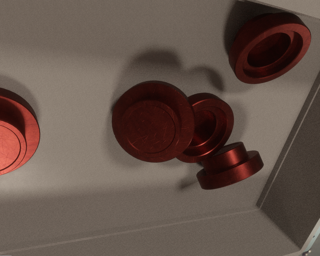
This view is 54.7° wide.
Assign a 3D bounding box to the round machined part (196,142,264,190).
[{"bbox_3d":[0.099,0.052,0.463,0.099,0.098,0.042,-23,90,-15],"label":"round machined part"}]

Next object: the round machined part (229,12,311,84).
[{"bbox_3d":[0.133,-0.105,0.393,0.099,0.042,0.098,-13,147,-8],"label":"round machined part"}]

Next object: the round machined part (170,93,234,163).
[{"bbox_3d":[0.048,-0.004,0.424,0.099,0.042,0.097,-14,124,-21],"label":"round machined part"}]

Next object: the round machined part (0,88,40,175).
[{"bbox_3d":[-0.172,0.011,0.311,0.099,0.042,0.097,-14,125,-21],"label":"round machined part"}]

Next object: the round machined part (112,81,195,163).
[{"bbox_3d":[-0.009,-0.004,0.361,0.099,0.042,0.097,2,107,7],"label":"round machined part"}]
